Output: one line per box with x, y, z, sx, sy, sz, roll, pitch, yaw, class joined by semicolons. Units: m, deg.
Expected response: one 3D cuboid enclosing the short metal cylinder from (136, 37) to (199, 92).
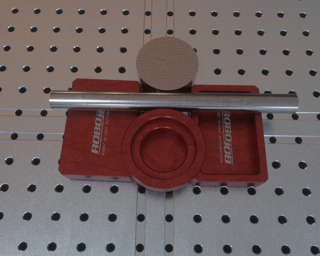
0.009;-0.076;0.422;0.081;0.050;0.080;0;70;0;short metal cylinder

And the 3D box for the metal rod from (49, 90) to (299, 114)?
0.017;-0.032;0.387;0.302;0.025;0.025;1;70;0;metal rod

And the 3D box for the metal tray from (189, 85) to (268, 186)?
0.085;0.008;0.402;0.091;0.030;0.130;1;70;0;metal tray

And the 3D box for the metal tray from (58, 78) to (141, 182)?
-0.073;0.001;0.403;0.091;0.030;0.130;3;70;1;metal tray

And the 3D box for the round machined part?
0.005;0.029;0.378;0.099;0.042;0.098;0;70;0;round machined part
